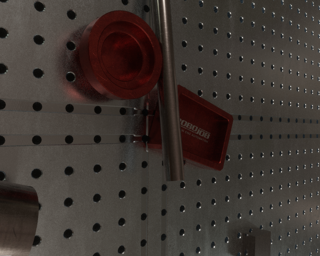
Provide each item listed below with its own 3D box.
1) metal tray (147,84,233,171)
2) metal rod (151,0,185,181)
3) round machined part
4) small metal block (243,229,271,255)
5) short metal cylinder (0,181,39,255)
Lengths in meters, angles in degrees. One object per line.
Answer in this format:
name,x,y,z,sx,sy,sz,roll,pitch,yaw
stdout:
metal tray,0.049,0.004,0.449,0.131,0.030,0.090,24,75,-38
metal rod,0.007,-0.085,0.391,0.025,0.025,0.298,1,82,-40
round machined part,-0.048,-0.081,0.359,0.099,0.042,0.097,0,90,-40
small metal block,0.176,0.214,0.560,0.050,0.025,0.050,3,88,-40
short metal cylinder,-0.143,0.083,0.255,0.050,0.080,0.080,24,75,-38
